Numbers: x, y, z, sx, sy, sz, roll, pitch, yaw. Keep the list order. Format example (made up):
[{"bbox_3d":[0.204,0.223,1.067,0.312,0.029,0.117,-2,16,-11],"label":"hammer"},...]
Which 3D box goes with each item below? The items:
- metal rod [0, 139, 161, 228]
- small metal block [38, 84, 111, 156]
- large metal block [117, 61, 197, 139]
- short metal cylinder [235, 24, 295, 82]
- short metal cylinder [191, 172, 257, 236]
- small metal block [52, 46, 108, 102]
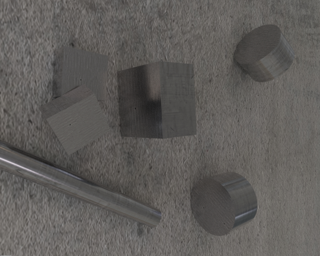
[{"bbox_3d":[-0.110,0.047,0.312,0.301,0.025,0.025,34,69,-35],"label":"metal rod"},{"bbox_3d":[-0.085,-0.008,0.314,0.050,0.025,0.050,-32,133,-18],"label":"small metal block"},{"bbox_3d":[-0.005,-0.031,0.364,0.050,0.080,0.079,-5,94,-40],"label":"large metal block"},{"bbox_3d":[0.172,-0.123,0.513,0.050,0.080,0.080,37,67,-34],"label":"short metal cylinder"},{"bbox_3d":[0.090,0.107,0.445,0.050,0.080,0.079,-7,95,-40],"label":"short metal cylinder"},{"bbox_3d":[-0.085,-0.056,0.333,0.050,0.025,0.050,3,88,-40],"label":"small metal block"}]
